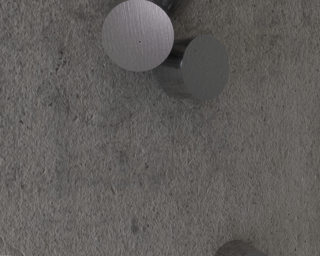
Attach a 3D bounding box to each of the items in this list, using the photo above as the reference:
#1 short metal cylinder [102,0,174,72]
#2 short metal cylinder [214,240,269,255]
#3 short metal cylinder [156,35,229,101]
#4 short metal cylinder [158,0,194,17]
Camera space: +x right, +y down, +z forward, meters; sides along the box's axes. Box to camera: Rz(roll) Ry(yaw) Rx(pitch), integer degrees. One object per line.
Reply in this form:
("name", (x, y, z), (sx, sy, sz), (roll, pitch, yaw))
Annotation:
("short metal cylinder", (-0.026, -0.113, 0.367), (0.081, 0.050, 0.079), (-3, 120, -4))
("short metal cylinder", (0.119, 0.208, 0.440), (0.081, 0.050, 0.080), (0, 90, -20))
("short metal cylinder", (0.043, -0.076, 0.400), (0.081, 0.050, 0.079), (-6, 101, -36))
("short metal cylinder", (0.013, -0.188, 0.388), (0.081, 0.050, 0.080), (9, 69, -23))
